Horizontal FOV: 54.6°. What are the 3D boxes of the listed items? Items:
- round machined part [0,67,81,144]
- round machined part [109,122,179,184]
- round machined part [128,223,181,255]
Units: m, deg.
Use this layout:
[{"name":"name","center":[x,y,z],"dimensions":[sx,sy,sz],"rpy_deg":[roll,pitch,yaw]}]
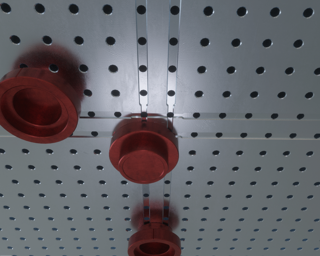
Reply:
[{"name":"round machined part","center":[-0.145,-0.030,0.373],"dimensions":[0.099,0.042,0.097],"rpy_deg":[0,130,0]},{"name":"round machined part","center":[-0.023,0.041,0.435],"dimensions":[0.099,0.042,0.097],"rpy_deg":[0,130,0]},{"name":"round machined part","center":[-0.010,0.215,0.583],"dimensions":[0.099,0.042,0.097],"rpy_deg":[0,130,0]}]
